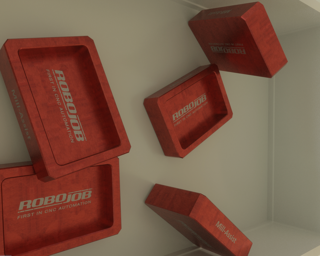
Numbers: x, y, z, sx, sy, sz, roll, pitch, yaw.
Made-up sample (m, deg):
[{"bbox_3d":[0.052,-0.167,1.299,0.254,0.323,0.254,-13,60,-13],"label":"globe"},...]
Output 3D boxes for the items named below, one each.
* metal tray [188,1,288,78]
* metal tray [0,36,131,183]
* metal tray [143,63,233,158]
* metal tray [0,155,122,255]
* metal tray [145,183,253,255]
[{"bbox_3d":[0.101,-0.118,0.423,0.030,0.130,0.090,-42,118,-9],"label":"metal tray"},{"bbox_3d":[-0.091,-0.023,0.305,0.091,0.030,0.129,-18,88,-42],"label":"metal tray"},{"bbox_3d":[0.046,-0.027,0.443,0.131,0.030,0.090,-35,112,-35],"label":"metal tray"},{"bbox_3d":[-0.104,0.077,0.317,0.131,0.030,0.089,-3,92,-40],"label":"metal tray"},{"bbox_3d":[0.052,0.126,0.410,0.130,0.090,0.030,47,62,-30],"label":"metal tray"}]
